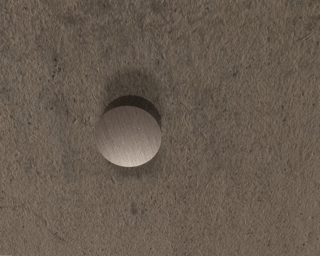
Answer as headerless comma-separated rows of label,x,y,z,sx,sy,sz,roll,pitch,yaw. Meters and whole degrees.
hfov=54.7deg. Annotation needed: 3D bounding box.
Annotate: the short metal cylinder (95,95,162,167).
short metal cylinder,-0.039,0.003,0.397,0.081,0.050,0.079,0,110,-1
